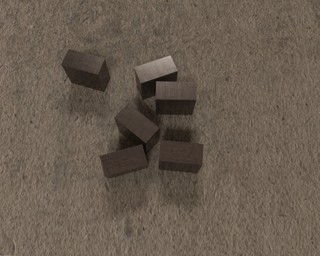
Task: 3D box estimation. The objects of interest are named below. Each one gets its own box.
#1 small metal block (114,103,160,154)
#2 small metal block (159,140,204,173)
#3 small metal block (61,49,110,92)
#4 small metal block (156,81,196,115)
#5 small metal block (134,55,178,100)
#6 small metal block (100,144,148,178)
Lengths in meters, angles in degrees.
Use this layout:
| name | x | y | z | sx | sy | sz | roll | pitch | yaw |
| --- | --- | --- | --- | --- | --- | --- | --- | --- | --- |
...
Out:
| name | x | y | z | sx | sy | sz | roll | pitch | yaw |
| --- | --- | --- | --- | --- | --- | --- | --- | --- | --- |
| small metal block | -0.028 | 0.002 | 0.394 | 0.050 | 0.050 | 0.025 | 38 | 74 | 12 |
| small metal block | 0.025 | 0.036 | 0.382 | 0.050 | 0.050 | 0.025 | 5 | 70 | 1 |
| small metal block | -0.099 | -0.077 | 0.422 | 0.050 | 0.050 | 0.025 | 16 | 71 | 5 |
| small metal block | 0.020 | -0.038 | 0.409 | 0.050 | 0.050 | 0.025 | 1 | 70 | 0 |
| small metal block | -0.005 | -0.067 | 0.419 | 0.050 | 0.050 | 0.025 | -20 | 72 | -7 |
| small metal block | -0.042 | 0.042 | 0.377 | 0.050 | 0.050 | 0.025 | -15 | 80 | -6 |
